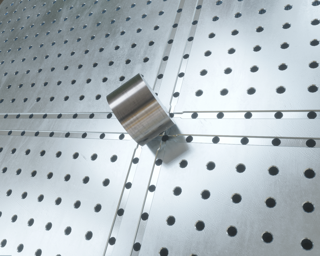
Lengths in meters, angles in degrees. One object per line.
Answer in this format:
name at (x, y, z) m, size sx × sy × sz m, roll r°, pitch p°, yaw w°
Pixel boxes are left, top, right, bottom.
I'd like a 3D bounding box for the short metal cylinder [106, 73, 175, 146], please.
short metal cylinder at (-0.024, -0.023, 0.397) m, size 0.050 × 0.080 × 0.080 m, roll -35°, pitch 52°, yaw 5°
